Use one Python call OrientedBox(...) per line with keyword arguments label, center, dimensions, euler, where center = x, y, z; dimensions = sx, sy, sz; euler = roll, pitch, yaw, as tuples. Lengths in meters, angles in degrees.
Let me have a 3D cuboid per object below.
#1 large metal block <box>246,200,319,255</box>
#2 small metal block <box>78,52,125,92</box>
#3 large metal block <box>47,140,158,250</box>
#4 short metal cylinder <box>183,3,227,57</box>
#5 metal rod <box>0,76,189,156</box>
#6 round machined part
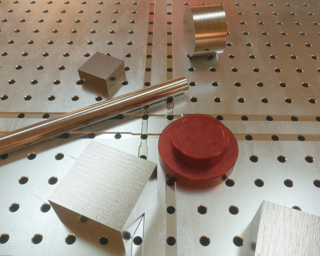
OrientedBox(label="large metal block", center=(0.125, 0.125, 0.287), dimensions=(0.080, 0.050, 0.080), euler=(15, 52, 12))
OrientedBox(label="small metal block", center=(-0.090, -0.088, 0.481), dimensions=(0.050, 0.025, 0.050), euler=(22, 53, 17))
OrientedBox(label="large metal block", center=(-0.056, 0.069, 0.333), dimensions=(0.080, 0.050, 0.080), euler=(19, 52, 15))
OrientedBox(label="short metal cylinder", center=(0.072, -0.160, 0.506), dimensions=(0.050, 0.080, 0.080), euler=(-8, 51, -6))
OrientedBox(label="metal rod", center=(-0.099, -0.016, 0.419), dimensions=(0.302, 0.025, 0.025), euler=(-20, 53, -17))
OrientedBox(label="round machined part", center=(0.047, 0.021, 0.380), dimensions=(0.099, 0.042, 0.098), euler=(0, 50, 0))
